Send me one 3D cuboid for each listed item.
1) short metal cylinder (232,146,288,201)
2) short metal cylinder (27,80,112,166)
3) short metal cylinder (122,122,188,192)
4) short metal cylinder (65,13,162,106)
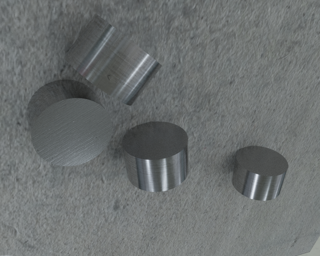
[{"bbox_3d":[0.162,0.073,0.508,0.081,0.080,0.050,-12,124,-23],"label":"short metal cylinder"},{"bbox_3d":[-0.098,-0.006,0.334,0.081,0.050,0.079,-14,125,-21],"label":"short metal cylinder"},{"bbox_3d":[-0.005,0.034,0.391,0.081,0.080,0.050,-17,126,-19],"label":"short metal cylinder"},{"bbox_3d":[-0.045,-0.066,0.307,0.080,0.080,0.050,32,101,-39],"label":"short metal cylinder"}]
